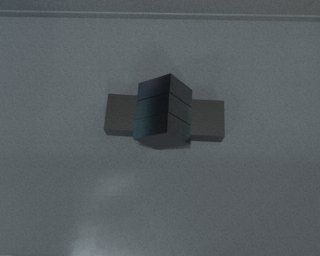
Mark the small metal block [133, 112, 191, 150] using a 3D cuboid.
[{"bbox_3d":[0.003,0.005,0.382,0.050,0.050,0.025,-12,65,34],"label":"small metal block"}]

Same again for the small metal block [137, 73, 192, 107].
[{"bbox_3d":[0.007,-0.042,0.399,0.050,0.050,0.025,-11,65,35],"label":"small metal block"}]

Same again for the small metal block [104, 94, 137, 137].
[{"bbox_3d":[-0.045,-0.016,0.413,0.050,0.025,0.050,4,70,1],"label":"small metal block"}]

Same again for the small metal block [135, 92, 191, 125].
[{"bbox_3d":[0.005,-0.018,0.391,0.050,0.050,0.025,-12,65,34],"label":"small metal block"}]

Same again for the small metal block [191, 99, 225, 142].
[{"bbox_3d":[0.058,-0.010,0.413,0.050,0.025,0.050,3,70,0],"label":"small metal block"}]
